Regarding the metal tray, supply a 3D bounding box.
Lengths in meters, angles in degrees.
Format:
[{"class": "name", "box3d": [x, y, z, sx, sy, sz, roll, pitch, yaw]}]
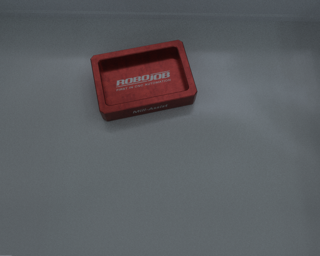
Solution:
[{"class": "metal tray", "box3d": [-0.023, -0.067, 0.431, 0.131, 0.030, 0.090, -12, 71, -5]}]
